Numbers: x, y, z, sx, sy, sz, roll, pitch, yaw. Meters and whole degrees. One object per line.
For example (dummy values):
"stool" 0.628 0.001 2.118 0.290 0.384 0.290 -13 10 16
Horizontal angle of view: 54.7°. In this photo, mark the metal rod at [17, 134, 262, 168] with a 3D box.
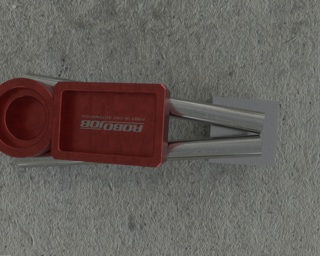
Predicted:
"metal rod" -0.034 0.030 0.379 0.301 0.025 0.025 -4 90 12

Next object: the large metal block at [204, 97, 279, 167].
"large metal block" 0.101 0.004 0.398 0.081 0.050 0.079 4 90 -1

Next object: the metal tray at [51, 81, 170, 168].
"metal tray" -0.057 -0.006 0.356 0.131 0.030 0.089 3 90 12

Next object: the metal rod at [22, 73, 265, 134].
"metal rod" -0.030 -0.033 0.378 0.301 0.025 0.025 11 90 12

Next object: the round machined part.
"round machined part" -0.166 -0.012 0.395 0.098 0.042 0.097 0 90 10
